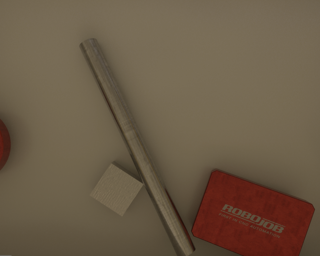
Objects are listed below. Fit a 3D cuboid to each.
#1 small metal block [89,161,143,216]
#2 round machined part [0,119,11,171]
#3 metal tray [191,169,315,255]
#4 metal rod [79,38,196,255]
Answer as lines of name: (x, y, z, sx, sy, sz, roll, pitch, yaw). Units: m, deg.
small metal block: (-0.056, 0.079, 0.411, 0.050, 0.025, 0.050, 33, 90, -1)
round machined part: (-0.242, 0.022, 0.400, 0.099, 0.042, 0.097, 0, 90, -1)
metal tray: (0.116, 0.116, 0.399, 0.131, 0.030, 0.090, 19, 90, 10)
metal rod: (-0.031, 0.022, 0.400, 0.025, 0.025, 0.299, -26, 86, 0)
